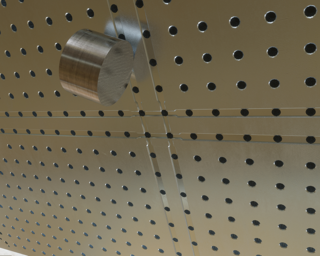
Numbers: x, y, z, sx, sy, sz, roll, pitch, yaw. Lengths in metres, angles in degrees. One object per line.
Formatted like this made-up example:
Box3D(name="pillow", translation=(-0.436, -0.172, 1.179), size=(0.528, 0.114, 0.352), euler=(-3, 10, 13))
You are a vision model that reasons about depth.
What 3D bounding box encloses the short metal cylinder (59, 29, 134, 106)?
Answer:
Box3D(name="short metal cylinder", translation=(-0.073, -0.071, 0.368), size=(0.050, 0.080, 0.079), euler=(21, 126, 15))
